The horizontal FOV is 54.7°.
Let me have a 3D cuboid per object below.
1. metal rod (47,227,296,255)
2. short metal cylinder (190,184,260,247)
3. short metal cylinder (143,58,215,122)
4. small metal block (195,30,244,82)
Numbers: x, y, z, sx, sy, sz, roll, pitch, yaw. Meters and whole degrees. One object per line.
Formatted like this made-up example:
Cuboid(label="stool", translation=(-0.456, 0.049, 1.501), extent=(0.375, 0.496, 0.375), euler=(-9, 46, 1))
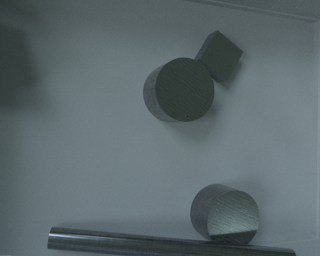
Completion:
Cuboid(label="metal rod", translation=(0.020, 0.149, 0.381), extent=(0.302, 0.025, 0.025), euler=(7, 88, -6))
Cuboid(label="short metal cylinder", translation=(0.090, 0.122, 0.432), extent=(0.081, 0.050, 0.079), euler=(0, 90, -21))
Cuboid(label="short metal cylinder", translation=(0.024, -0.048, 0.407), extent=(0.081, 0.050, 0.079), euler=(0, 90, -21))
Cuboid(label="small metal block", translation=(0.083, -0.101, 0.442), extent=(0.050, 0.025, 0.050), euler=(34, 79, -17))
